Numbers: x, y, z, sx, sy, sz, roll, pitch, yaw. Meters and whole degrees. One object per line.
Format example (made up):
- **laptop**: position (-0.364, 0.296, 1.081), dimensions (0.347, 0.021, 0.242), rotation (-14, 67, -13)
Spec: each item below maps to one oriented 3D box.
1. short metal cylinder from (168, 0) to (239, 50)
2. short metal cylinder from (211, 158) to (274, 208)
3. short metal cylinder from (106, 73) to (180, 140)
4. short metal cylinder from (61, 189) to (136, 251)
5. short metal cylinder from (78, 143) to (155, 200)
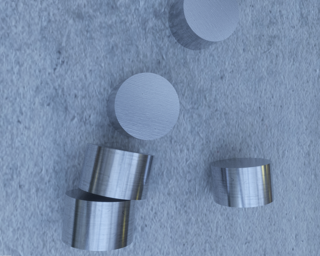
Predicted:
- **short metal cylinder**: position (0.058, -0.150, 0.418), dimensions (0.081, 0.050, 0.079), rotation (0, 90, -21)
- **short metal cylinder**: position (0.112, 0.072, 0.423), dimensions (0.081, 0.080, 0.050), rotation (-6, 92, -20)
- **short metal cylinder**: position (-0.022, -0.026, 0.388), dimensions (0.081, 0.050, 0.079), rotation (0, 90, -21)
- **short metal cylinder**: position (-0.069, 0.101, 0.355), dimensions (0.081, 0.080, 0.050), rotation (5, 88, -20)
- **short metal cylinder**: position (-0.050, 0.049, 0.362), dimensions (0.081, 0.080, 0.050), rotation (12, 86, -20)
